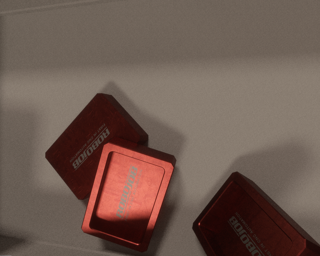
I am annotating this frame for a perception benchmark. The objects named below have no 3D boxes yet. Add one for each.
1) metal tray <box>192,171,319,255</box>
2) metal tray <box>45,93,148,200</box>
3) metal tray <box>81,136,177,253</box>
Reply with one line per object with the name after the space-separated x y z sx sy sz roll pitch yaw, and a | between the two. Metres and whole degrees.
0.092 0.115 0.325 0.030 0.130 0.090 32 99 -24 | metal tray
-0.092 0.026 0.439 0.130 0.030 0.090 -46 76 14 | metal tray
-0.041 0.086 0.400 0.090 0.030 0.129 18 104 3 | metal tray
